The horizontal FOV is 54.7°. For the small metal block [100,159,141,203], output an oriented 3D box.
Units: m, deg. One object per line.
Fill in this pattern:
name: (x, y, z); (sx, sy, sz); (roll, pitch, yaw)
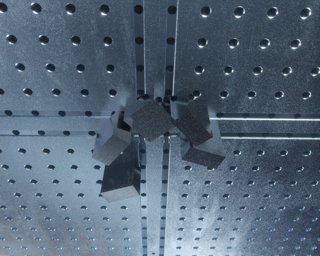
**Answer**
small metal block: (-0.057, 0.079, 0.462); (0.050, 0.050, 0.025); (-15, 129, 12)

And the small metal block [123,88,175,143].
small metal block: (-0.010, -0.015, 0.399); (0.050, 0.025, 0.050); (-33, 123, 24)

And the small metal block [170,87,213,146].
small metal block: (0.039, -0.014, 0.384); (0.025, 0.050, 0.050); (-32, 124, 24)

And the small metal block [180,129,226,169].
small metal block: (0.056, 0.023, 0.416); (0.050, 0.050, 0.025); (17, 128, -15)

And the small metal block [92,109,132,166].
small metal block: (-0.062, 0.012, 0.405); (0.025, 0.050, 0.050); (31, 123, -24)
